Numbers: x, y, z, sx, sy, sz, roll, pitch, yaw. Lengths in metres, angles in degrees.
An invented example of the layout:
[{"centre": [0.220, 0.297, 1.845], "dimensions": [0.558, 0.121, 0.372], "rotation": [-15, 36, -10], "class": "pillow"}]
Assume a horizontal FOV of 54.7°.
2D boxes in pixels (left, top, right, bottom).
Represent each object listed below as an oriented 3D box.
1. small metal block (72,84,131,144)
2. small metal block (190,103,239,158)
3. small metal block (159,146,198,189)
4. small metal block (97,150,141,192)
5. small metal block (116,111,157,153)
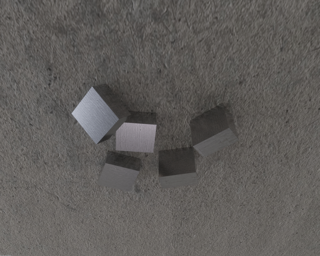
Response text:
[{"centre": [-0.072, -0.017, 0.376], "dimensions": [0.050, 0.025, 0.050], "rotation": [50, 121, 8], "class": "small metal block"}, {"centre": [0.068, 0.003, 0.394], "dimensions": [0.050, 0.050, 0.025], "rotation": [-30, 124, 22], "class": "small metal block"}, {"centre": [0.025, 0.055, 0.438], "dimensions": [0.050, 0.050, 0.025], "rotation": [-9, 130, 7], "class": "small metal block"}, {"centre": [-0.061, 0.065, 0.462], "dimensions": [0.050, 0.025, 0.050], "rotation": [16, 128, -14], "class": "small metal block"}, {"centre": [-0.032, 0.005, 0.411], "dimensions": [0.050, 0.025, 0.050], "rotation": [4, 130, -4], "class": "small metal block"}]
